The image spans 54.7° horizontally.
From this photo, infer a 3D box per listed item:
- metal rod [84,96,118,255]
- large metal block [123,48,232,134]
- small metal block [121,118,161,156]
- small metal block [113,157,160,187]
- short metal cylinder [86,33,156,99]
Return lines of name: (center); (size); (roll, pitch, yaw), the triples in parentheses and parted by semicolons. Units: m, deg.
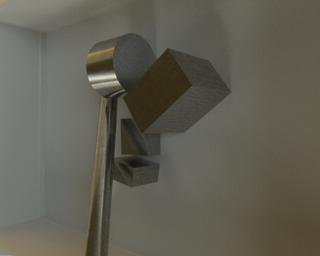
metal rod: (-0.071, 0.044, 0.390); (0.025, 0.025, 0.299); (-27, 51, 36)
large metal block: (0.020, -0.037, 0.353); (0.080, 0.081, 0.050); (-43, 64, 31)
small metal block: (-0.027, 0.012, 0.427); (0.050, 0.025, 0.050); (-2, 89, 39)
small metal block: (-0.037, 0.057, 0.419); (0.050, 0.050, 0.025); (13, 99, 39)
short metal cylinder: (-0.049, -0.080, 0.409); (0.050, 0.081, 0.079); (-2, 89, 40)
